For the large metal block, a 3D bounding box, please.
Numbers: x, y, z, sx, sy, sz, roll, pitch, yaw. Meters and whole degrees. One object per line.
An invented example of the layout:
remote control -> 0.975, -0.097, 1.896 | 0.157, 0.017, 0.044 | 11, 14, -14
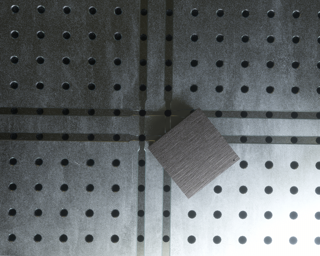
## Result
large metal block -> 0.041, 0.031, 0.402 | 0.080, 0.050, 0.080 | -38, 91, 0
